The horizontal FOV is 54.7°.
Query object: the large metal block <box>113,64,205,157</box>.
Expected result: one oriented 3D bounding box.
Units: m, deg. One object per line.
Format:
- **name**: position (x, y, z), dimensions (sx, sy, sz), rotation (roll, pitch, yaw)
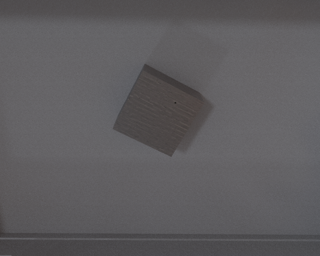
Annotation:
- **large metal block**: position (-0.003, -0.023, 0.390), dimensions (0.080, 0.050, 0.080), rotation (26, 108, -10)
